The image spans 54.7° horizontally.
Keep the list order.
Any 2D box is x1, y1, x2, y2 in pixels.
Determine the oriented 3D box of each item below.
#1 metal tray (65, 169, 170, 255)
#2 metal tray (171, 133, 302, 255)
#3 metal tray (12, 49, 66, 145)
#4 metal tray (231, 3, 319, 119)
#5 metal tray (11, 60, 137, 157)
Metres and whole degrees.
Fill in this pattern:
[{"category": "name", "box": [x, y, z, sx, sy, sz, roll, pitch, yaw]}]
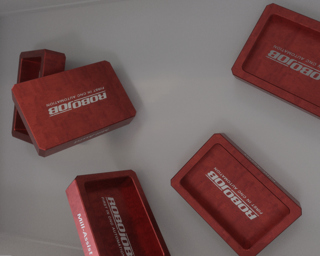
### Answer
[{"category": "metal tray", "box": [-0.050, 0.117, 0.374, 0.030, 0.091, 0.130, -47, 58, 36]}, {"category": "metal tray", "box": [0.089, 0.080, 0.376, 0.130, 0.030, 0.090, 45, 104, 14]}, {"category": "metal tray", "box": [-0.179, -0.045, 0.451, 0.090, 0.030, 0.129, 10, 94, 45]}, {"category": "metal tray", "box": [0.160, -0.072, 0.350, 0.130, 0.030, 0.090, 31, 100, 17]}, {"category": "metal tray", "box": [-0.108, -0.029, 0.401, 0.090, 0.131, 0.030, 61, 150, 10]}]
